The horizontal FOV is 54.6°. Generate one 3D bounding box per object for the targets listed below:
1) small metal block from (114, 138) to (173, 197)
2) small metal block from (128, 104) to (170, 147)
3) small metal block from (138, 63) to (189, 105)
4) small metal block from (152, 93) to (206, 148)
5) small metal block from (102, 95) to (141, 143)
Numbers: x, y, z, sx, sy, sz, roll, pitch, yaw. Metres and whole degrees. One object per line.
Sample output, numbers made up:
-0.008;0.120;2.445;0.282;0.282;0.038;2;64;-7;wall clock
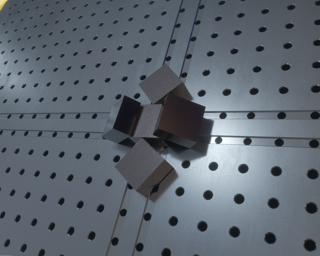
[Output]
-0.021;0.049;0.389;0.050;0.025;0.050;-47;50;-4;small metal block
-0.009;-0.004;0.415;0.050;0.025;0.050;2;62;29;small metal block
0.005;-0.057;0.441;0.050;0.025;0.050;-37;50;2;small metal block
0.024;-0.009;0.384;0.050;0.025;0.050;20;66;-8;small metal block
-0.054;-0.011;0.428;0.050;0.025;0.050;-29;41;59;small metal block
